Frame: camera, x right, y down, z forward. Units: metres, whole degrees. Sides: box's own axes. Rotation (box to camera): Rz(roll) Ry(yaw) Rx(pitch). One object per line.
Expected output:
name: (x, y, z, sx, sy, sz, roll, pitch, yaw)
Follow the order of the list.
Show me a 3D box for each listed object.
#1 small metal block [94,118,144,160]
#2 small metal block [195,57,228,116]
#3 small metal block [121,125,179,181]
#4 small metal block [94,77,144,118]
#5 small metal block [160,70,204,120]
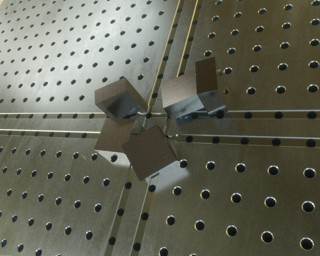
small metal block: (-0.056, 0.015, 0.427, 0.050, 0.025, 0.050, 4, 63, 29)
small metal block: (0.065, -0.051, 0.389, 0.025, 0.050, 0.050, -12, 57, 21)
small metal block: (-0.012, 0.031, 0.382, 0.050, 0.025, 0.050, -31, 77, 7)
small metal block: (-0.058, -0.040, 0.446, 0.050, 0.050, 0.025, -21, 54, 15)
small metal block: (0.030, -0.044, 0.412, 0.050, 0.025, 0.050, -21, 43, 15)
